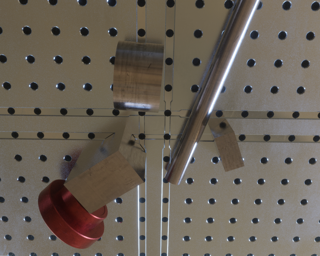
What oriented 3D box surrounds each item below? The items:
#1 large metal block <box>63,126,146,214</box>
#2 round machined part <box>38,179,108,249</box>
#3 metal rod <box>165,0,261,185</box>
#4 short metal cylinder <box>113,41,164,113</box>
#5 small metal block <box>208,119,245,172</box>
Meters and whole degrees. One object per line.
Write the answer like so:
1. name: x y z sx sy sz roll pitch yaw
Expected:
1. large metal block: -0.066 0.051 0.402 0.080 0.080 0.050 -32 107 11
2. round machined part: -0.108 0.106 0.413 0.042 0.098 0.098 -42 106 6
3. metal rod: 0.069 -0.058 0.392 0.025 0.025 0.298 18 109 -7
4. short metal cylinder: -0.024 -0.059 0.362 0.050 0.080 0.079 4 110 -2
5. small metal block: 0.087 0.022 0.409 0.025 0.050 0.050 -19 109 6
